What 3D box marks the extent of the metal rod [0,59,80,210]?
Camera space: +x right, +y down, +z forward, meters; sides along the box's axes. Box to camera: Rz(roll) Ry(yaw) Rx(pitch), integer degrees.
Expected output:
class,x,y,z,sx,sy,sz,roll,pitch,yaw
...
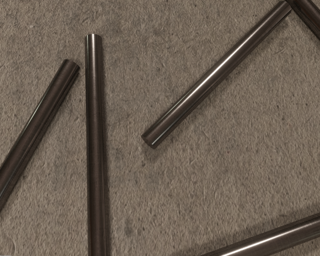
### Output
class,x,y,z,sx,sy,sz,roll,pitch,yaw
metal rod,-0.181,0.040,0.391,0.025,0.025,0.300,21,71,7

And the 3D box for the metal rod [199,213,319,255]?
class,x,y,z,sx,sy,sz,roll,pitch,yaw
metal rod,0.123,0.135,0.360,0.302,0.025,0.025,-17,71,-7

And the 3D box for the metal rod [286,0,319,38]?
class,x,y,z,sx,sy,sz,roll,pitch,yaw
metal rod,0.261,-0.124,0.456,0.025,0.025,0.299,-28,73,-10

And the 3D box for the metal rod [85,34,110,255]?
class,x,y,z,sx,sy,sz,roll,pitch,yaw
metal rod,-0.083,0.010,0.403,0.025,0.025,0.299,-5,70,-2

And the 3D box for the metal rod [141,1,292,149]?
class,x,y,z,sx,sy,sz,roll,pitch,yaw
metal rod,0.088,-0.083,0.439,0.025,0.025,0.301,42,75,13
